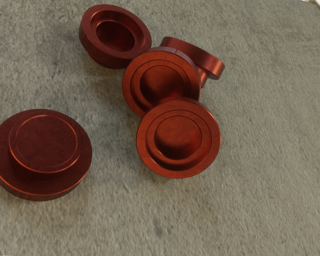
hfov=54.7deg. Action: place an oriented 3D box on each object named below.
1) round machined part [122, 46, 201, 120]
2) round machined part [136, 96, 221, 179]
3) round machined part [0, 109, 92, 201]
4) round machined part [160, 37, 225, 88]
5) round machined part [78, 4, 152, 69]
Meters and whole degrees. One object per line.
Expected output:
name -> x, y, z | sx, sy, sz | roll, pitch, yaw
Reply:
round machined part -> 0.004, -0.057, 0.401 | 0.098, 0.097, 0.042 | 32, 29, -8
round machined part -> 0.021, 0.009, 0.377 | 0.098, 0.098, 0.042 | 30, 16, -10
round machined part -> -0.118, 0.021, 0.317 | 0.099, 0.042, 0.098 | 14, 56, -21
round machined part -> 0.040, -0.090, 0.449 | 0.099, 0.098, 0.042 | 24, 95, -14
round machined part -> -0.065, -0.122, 0.433 | 0.099, 0.042, 0.098 | 14, 56, -21
